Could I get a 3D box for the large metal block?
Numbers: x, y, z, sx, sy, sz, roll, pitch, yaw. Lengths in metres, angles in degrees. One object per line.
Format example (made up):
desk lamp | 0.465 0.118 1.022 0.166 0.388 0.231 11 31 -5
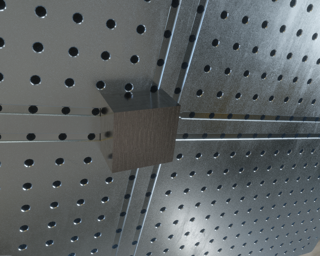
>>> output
large metal block | -0.027 0.002 0.381 0.081 0.050 0.079 -8 122 -24
